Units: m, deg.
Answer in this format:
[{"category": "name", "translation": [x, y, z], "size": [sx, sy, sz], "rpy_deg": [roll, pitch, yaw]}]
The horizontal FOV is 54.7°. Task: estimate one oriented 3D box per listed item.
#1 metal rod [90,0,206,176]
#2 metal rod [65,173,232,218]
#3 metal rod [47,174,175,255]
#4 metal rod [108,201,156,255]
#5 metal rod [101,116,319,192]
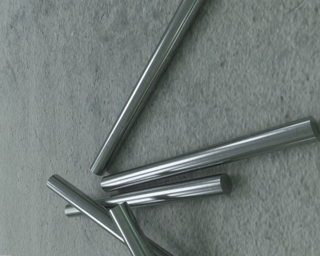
[{"category": "metal rod", "translation": [-0.024, -0.050, 0.422], "size": [0.025, 0.025, 0.298], "rpy_deg": [46, 117, 30]}, {"category": "metal rod", "translation": [-0.039, 0.101, 0.434], "size": [0.299, 0.025, 0.025], "rpy_deg": [-19, 78, 38]}, {"category": "metal rod", "translation": [-0.050, 0.140, 0.420], "size": [0.300, 0.025, 0.025], "rpy_deg": [25, 106, 29]}, {"category": "metal rod", "translation": [0.023, 0.222, 0.352], "size": [0.025, 0.025, 0.299], "rpy_deg": [-38, 77, 33]}, {"category": "metal rod", "translation": [0.032, 0.043, 0.376], "size": [0.299, 0.025, 0.025], "rpy_deg": [-21, 77, 37]}]
